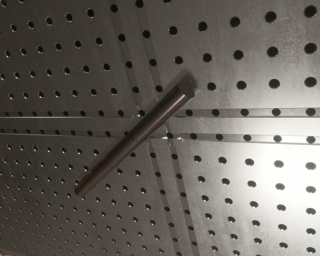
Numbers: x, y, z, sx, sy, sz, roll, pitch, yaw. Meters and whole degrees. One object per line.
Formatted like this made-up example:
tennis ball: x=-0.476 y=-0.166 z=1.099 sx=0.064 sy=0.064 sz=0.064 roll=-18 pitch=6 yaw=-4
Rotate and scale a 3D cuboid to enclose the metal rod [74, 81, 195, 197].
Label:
metal rod: x=-0.055 y=0.033 z=0.458 sx=0.025 sy=0.025 sz=0.299 roll=45 pitch=129 yaw=-4
